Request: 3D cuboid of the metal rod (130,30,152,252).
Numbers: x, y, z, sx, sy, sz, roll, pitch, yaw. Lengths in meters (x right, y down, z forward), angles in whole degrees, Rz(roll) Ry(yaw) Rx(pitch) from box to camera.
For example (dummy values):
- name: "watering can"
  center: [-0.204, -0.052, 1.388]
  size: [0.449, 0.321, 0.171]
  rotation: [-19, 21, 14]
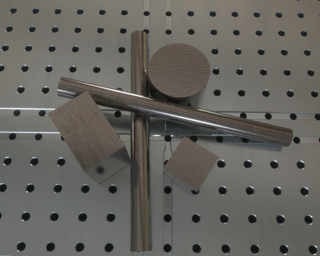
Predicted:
- name: "metal rod"
  center: [-0.026, 0.003, 0.410]
  size: [0.025, 0.025, 0.299]
  rotation: [-1, 70, -1]

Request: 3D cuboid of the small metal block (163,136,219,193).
- name: "small metal block"
  center: [0.039, 0.047, 0.396]
  size: [0.050, 0.025, 0.050]
  rotation: [32, 73, 10]

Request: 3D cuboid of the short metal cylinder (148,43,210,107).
- name: "short metal cylinder"
  center: [0.025, -0.067, 0.423]
  size: [0.081, 0.050, 0.080]
  rotation: [0, 70, 0]

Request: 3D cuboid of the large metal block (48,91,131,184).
- name: "large metal block"
  center: [-0.081, 0.015, 0.375]
  size: [0.050, 0.080, 0.080]
  rotation: [-33, 74, -11]

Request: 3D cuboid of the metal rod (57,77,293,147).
- name: "metal rod"
  center: [0.023, -0.019, 0.399]
  size: [0.302, 0.025, 0.025]
  rotation: [12, 70, -4]
